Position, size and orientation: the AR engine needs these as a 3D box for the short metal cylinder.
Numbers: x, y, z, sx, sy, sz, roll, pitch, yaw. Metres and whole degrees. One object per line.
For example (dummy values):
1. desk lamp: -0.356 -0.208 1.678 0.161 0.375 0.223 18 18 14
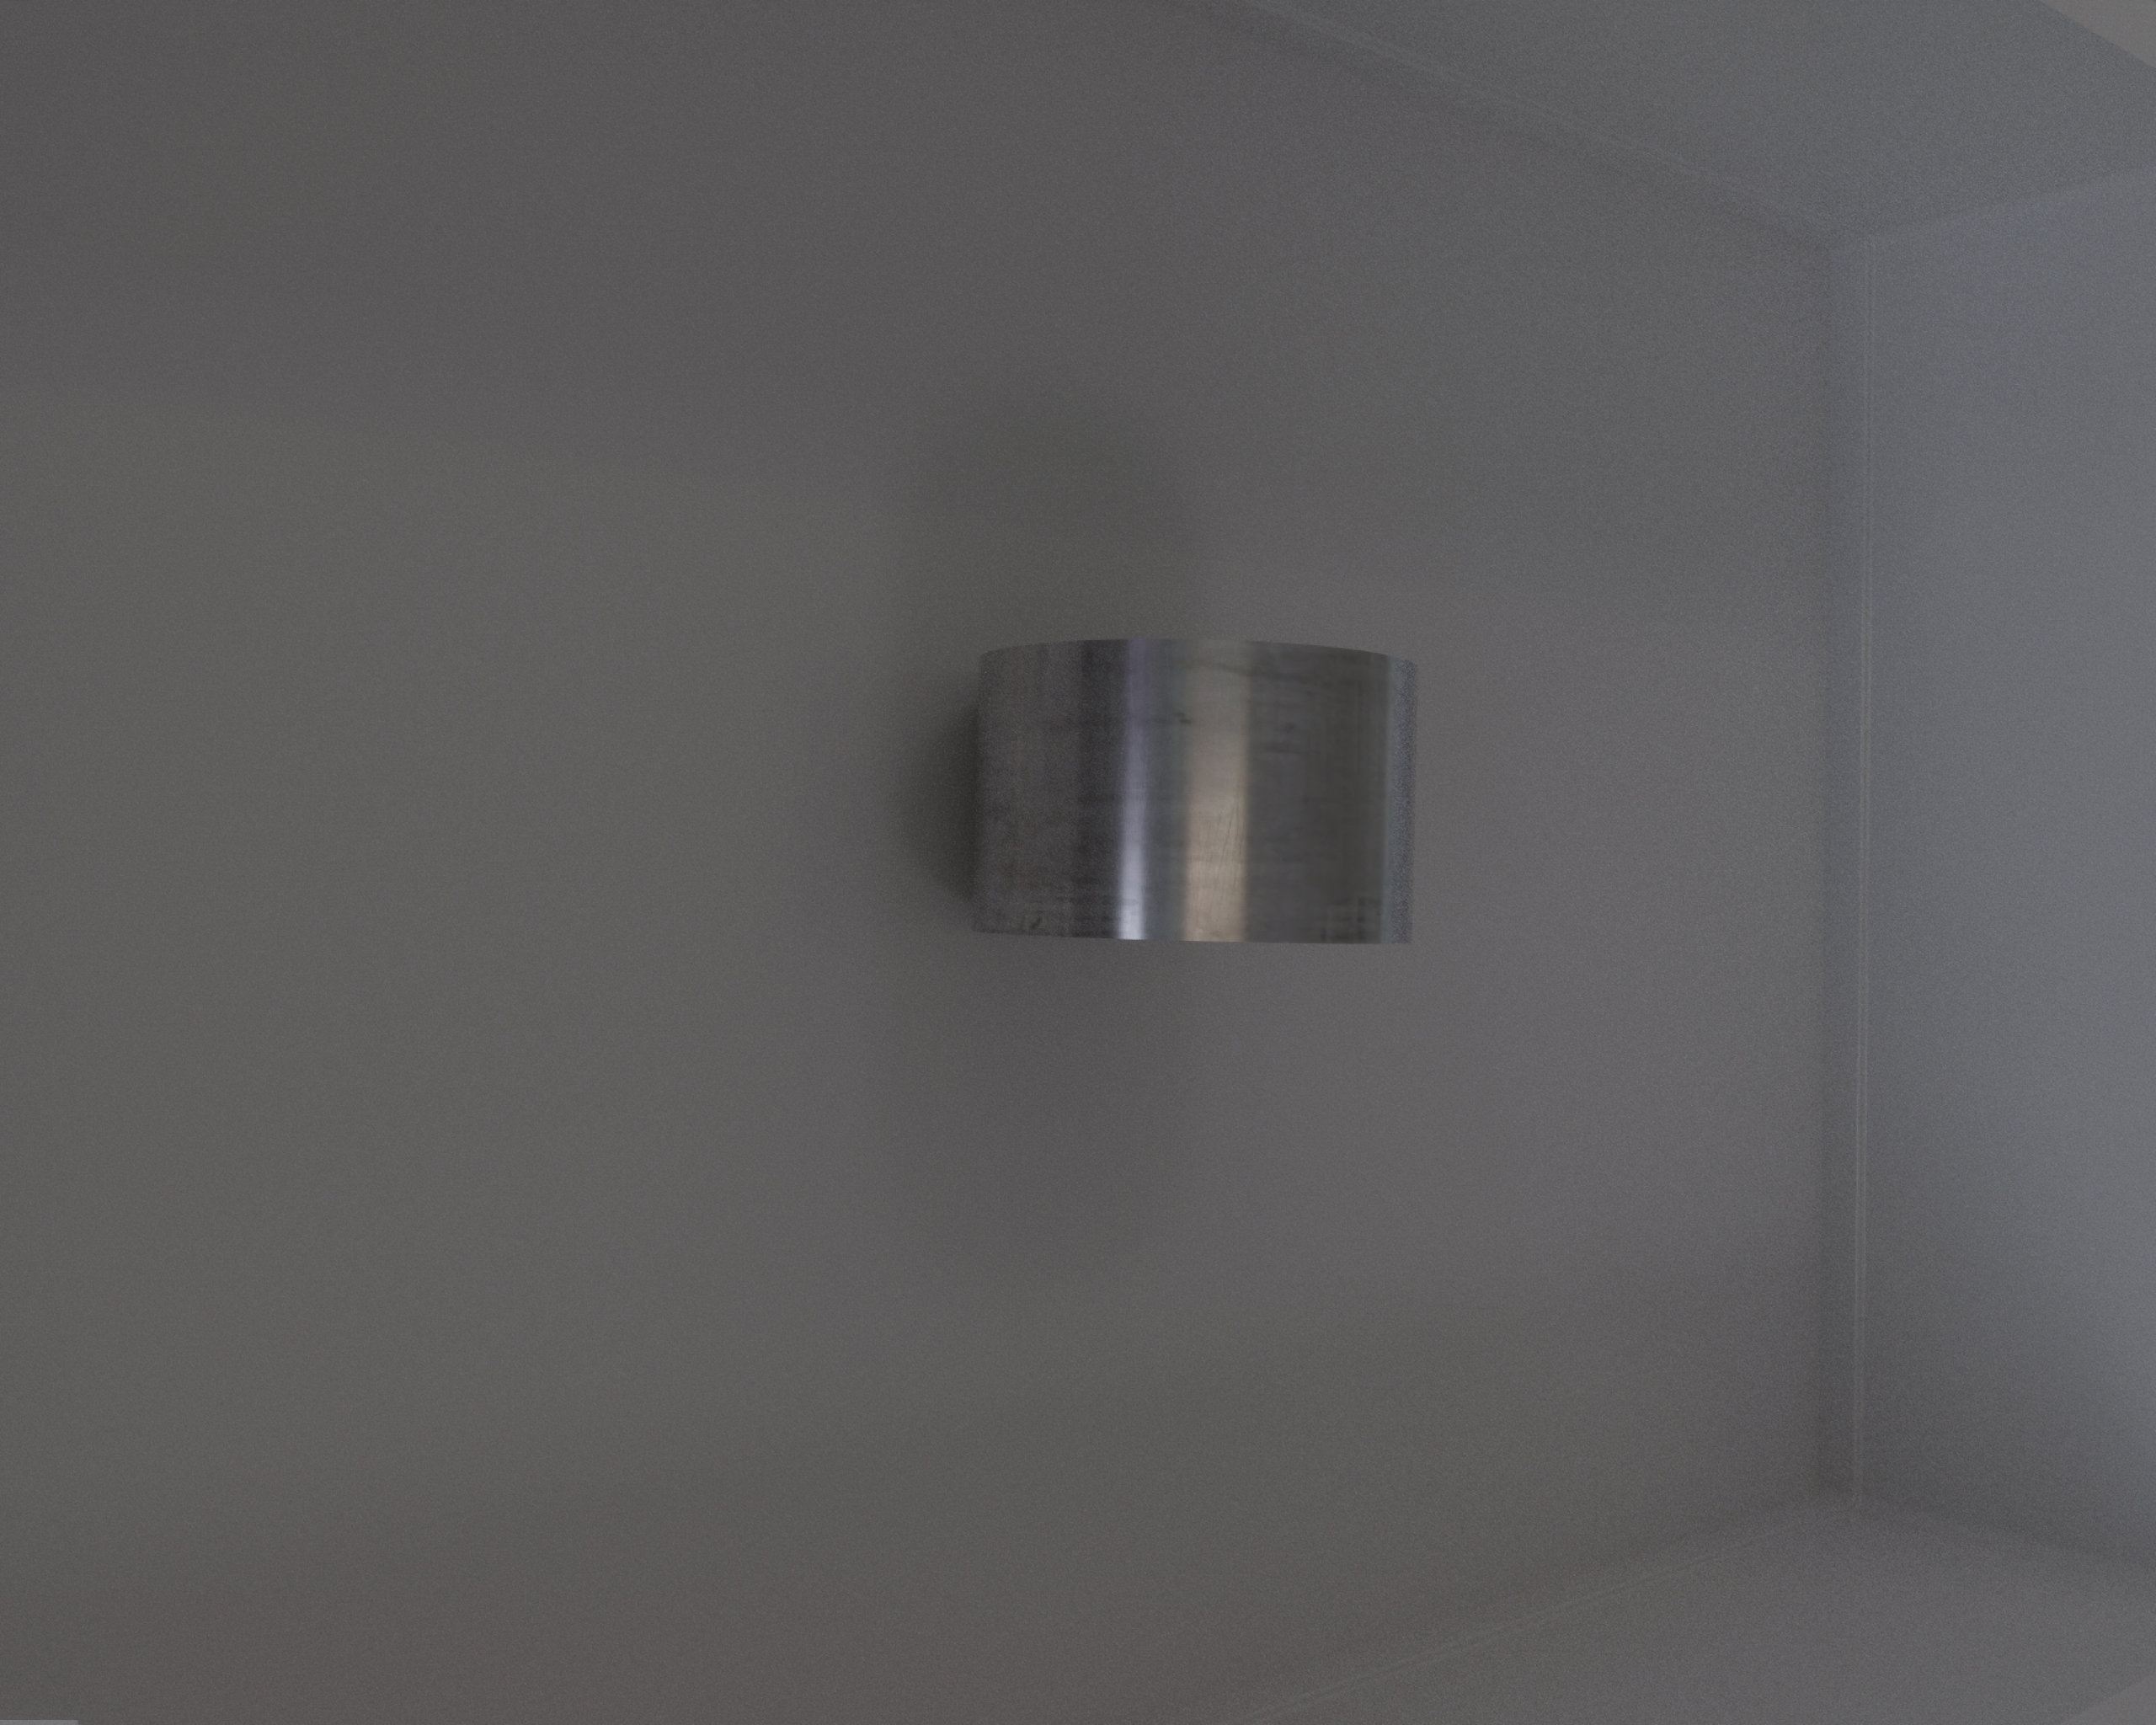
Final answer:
1. short metal cylinder: 0.021 -0.011 0.384 0.081 0.080 0.050 2 89 -40
